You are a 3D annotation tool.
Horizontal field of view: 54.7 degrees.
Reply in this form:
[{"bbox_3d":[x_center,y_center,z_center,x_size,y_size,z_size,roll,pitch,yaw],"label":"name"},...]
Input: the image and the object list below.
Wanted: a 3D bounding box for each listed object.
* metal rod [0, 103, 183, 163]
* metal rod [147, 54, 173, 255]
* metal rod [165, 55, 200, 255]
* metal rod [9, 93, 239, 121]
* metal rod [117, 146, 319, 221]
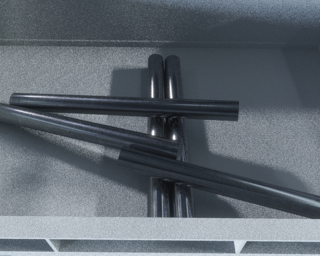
[{"bbox_3d":[-0.119,-0.002,0.387,0.301,0.025,0.025,12,51,16],"label":"metal rod"},{"bbox_3d":[-0.003,0.007,0.395,0.025,0.025,0.300,-1,50,-1],"label":"metal rod"},{"bbox_3d":[0.023,0.009,0.394,0.025,0.025,0.300,-1,50,-1],"label":"metal rod"},{"bbox_3d":[-0.053,-0.028,0.401,0.301,0.025,0.025,3,50,11],"label":"metal rod"},{"bbox_3d":[0.104,0.068,0.325,0.302,0.025,0.025,14,51,4],"label":"metal rod"}]
